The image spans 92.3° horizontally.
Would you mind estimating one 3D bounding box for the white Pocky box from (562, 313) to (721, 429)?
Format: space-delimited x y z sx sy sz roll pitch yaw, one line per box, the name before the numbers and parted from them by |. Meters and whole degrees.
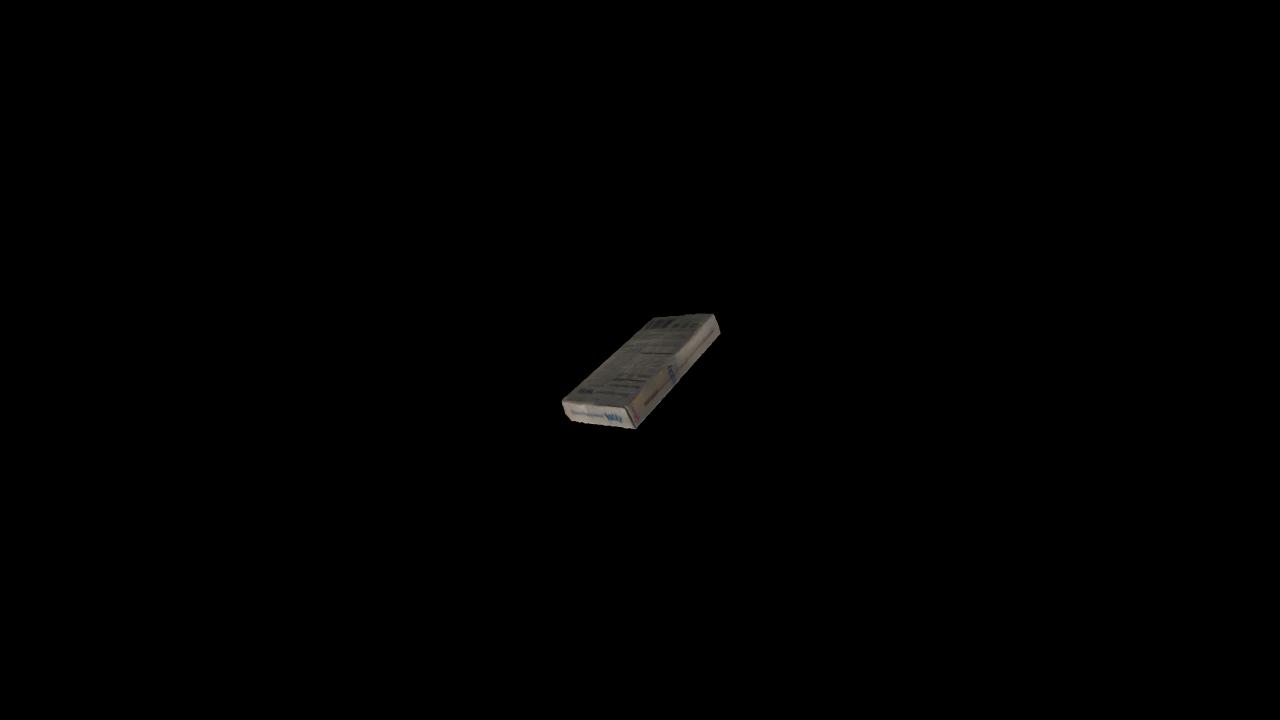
white Pocky box | 0.005 0.006 0.583 0.084 0.028 0.154 1 34 42
